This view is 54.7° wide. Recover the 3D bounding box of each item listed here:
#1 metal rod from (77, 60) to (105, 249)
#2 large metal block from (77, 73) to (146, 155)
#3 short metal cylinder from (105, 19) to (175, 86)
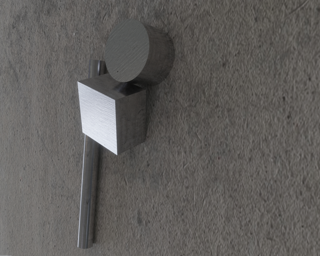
[{"bbox_3d":[-0.110,0.043,0.495,0.025,0.025,0.298,8,95,39],"label":"metal rod"},{"bbox_3d":[-0.066,-0.022,0.427,0.080,0.050,0.079,27,128,36],"label":"large metal block"},{"bbox_3d":[-0.027,-0.098,0.411,0.080,0.050,0.080,0,90,40],"label":"short metal cylinder"}]
